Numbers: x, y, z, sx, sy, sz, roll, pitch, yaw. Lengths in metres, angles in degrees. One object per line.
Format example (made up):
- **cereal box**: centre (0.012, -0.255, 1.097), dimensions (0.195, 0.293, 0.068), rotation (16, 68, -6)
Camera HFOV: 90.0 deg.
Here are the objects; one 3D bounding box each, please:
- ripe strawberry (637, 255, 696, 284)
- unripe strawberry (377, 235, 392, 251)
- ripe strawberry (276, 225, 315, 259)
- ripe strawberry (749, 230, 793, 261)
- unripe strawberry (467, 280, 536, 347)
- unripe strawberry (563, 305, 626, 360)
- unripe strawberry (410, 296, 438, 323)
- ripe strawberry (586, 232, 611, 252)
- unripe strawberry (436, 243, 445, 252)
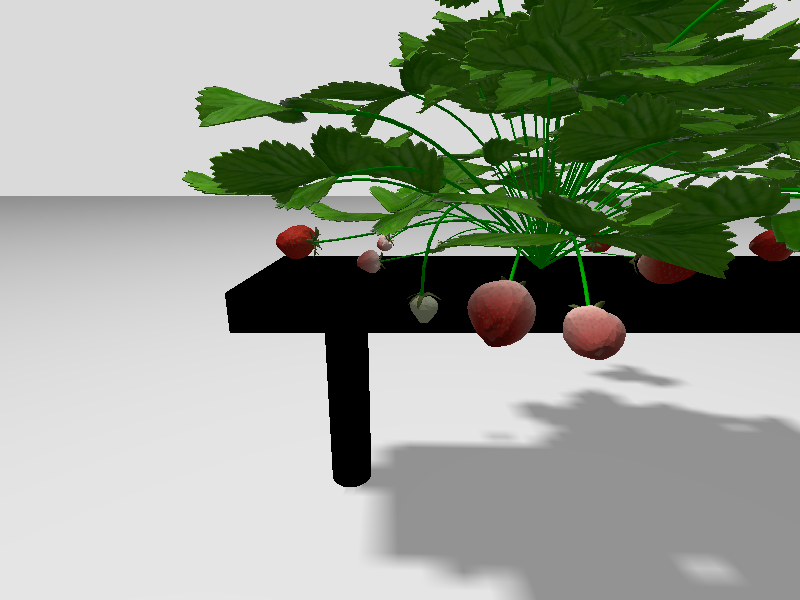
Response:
- **ripe strawberry**: centre (0.208, -0.033, 0.306), dimensions (0.043, 0.043, 0.040), rotation (10, 19, 28)
- **unripe strawberry**: centre (-0.017, -0.063, 0.443), dimensions (0.017, 0.018, 0.016), rotation (-24, 0, 36)
- **ripe strawberry**: centre (-0.103, -0.057, 0.395), dimensions (0.038, 0.033, 0.038), rotation (3, 16, 11)
- **ripe strawberry**: centre (0.363, -0.055, 0.392), dimensions (0.035, 0.034, 0.032), rotation (0, 16, 12)
- **unripe strawberry**: centre (0.045, 0.008, 0.182), dimensions (0.030, 0.032, 0.033), rotation (7, 33, 23)
- **unripe strawberry**: centre (0.082, 0.015, 0.169), dimensions (0.025, 0.021, 0.025), rotation (4, 32, 12)
- **unripe strawberry**: centre (0.013, 0.005, 0.218), dimensions (0.015, 0.015, 0.013), rotation (12, 20, 37)
- **ripe strawberry**: centre (0.216, -0.063, 0.434), dimensions (0.026, 0.022, 0.026), rotation (-14, 21, -41)
- **unripe strawberry**: centre (0.044, -0.057, 0.440), dimensions (0.011, 0.010, 0.011), rotation (-14, -31, -40)
